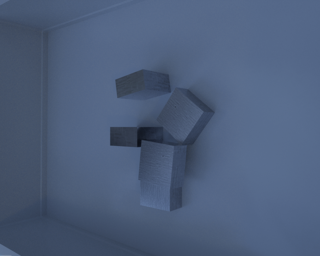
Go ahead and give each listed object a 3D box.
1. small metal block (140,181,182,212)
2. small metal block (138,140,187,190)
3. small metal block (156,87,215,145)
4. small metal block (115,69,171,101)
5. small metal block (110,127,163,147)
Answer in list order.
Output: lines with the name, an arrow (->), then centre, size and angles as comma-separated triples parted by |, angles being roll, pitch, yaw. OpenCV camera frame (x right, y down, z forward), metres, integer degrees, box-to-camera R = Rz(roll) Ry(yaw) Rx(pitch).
small metal block -> 0.001, 0.078, 0.406 | 0.050, 0.025, 0.050 | 0, 90, 40
small metal block -> 0.003, 0.042, 0.372 | 0.050, 0.025, 0.050 | 8, 95, 40
small metal block -> 0.030, -0.014, 0.382 | 0.050, 0.025, 0.050 | 46, 117, 30
small metal block -> -0.022, -0.055, 0.409 | 0.050, 0.050, 0.025 | -12, 83, 39
small metal block -> -0.031, 0.011, 0.416 | 0.050, 0.050, 0.025 | 0, 90, 40
